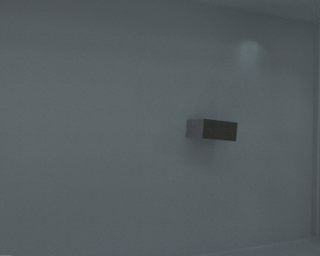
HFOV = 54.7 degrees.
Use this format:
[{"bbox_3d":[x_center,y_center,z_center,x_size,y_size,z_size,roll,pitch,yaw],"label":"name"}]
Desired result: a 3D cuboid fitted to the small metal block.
[{"bbox_3d":[0.070,0.003,0.424,0.050,0.050,0.025,6,88,-20],"label":"small metal block"}]
